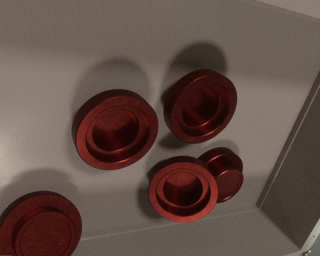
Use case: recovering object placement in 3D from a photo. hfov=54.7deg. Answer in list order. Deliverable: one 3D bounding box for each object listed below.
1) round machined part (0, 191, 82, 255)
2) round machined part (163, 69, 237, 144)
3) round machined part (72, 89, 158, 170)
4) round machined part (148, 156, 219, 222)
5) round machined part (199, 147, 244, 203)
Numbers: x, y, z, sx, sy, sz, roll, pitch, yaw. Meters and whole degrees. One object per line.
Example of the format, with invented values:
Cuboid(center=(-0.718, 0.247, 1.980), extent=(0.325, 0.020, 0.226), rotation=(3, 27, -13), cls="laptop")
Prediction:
Cuboid(center=(-0.142, 0.129, 0.375), extent=(0.099, 0.042, 0.097), rotation=(-1, 92, -33), cls="round machined part")
Cuboid(center=(0.048, -0.031, 0.406), extent=(0.099, 0.042, 0.097), rotation=(-14, 125, -21), cls="round machined part")
Cuboid(center=(-0.055, -0.001, 0.368), extent=(0.099, 0.042, 0.097), rotation=(-14, 125, -21), cls="round machined part")
Cuboid(center=(0.033, 0.085, 0.453), extent=(0.099, 0.042, 0.097), rotation=(0, 108, 1), cls="round machined part")
Cuboid(center=(0.096, 0.083, 0.504), extent=(0.099, 0.042, 0.097), rotation=(-14, 125, -21), cls="round machined part")
